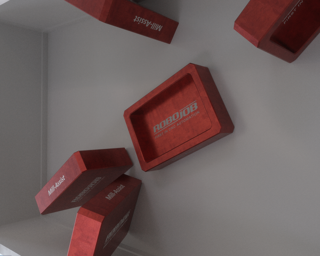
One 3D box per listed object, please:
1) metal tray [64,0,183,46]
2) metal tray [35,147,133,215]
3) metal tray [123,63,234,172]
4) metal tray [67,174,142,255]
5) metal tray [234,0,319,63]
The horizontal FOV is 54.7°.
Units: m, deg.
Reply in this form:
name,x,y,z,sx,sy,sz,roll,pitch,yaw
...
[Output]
name,x,y,z,sx,sy,sz,roll,pitch,yaw
metal tray,-0.043,-0.147,0.393,0.090,0.131,0.030,38,113,33
metal tray,-0.113,0.078,0.457,0.129,0.091,0.030,-43,64,31
metal tray,0.017,-0.009,0.389,0.130,0.030,0.090,-32,70,35
metal tray,-0.067,0.121,0.394,0.030,0.130,0.089,18,103,12
metal tray,0.130,-0.121,0.256,0.030,0.091,0.129,51,120,28
